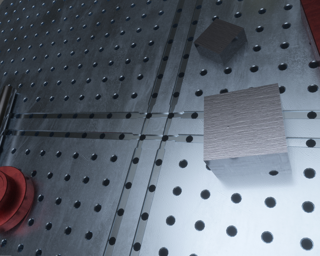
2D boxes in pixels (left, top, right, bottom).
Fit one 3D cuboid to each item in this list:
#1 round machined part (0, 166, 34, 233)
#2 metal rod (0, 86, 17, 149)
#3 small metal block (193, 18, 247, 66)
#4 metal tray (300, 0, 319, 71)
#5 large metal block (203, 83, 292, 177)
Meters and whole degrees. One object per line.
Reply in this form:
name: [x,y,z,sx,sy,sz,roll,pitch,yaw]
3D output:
round machined part: [-0.239,0.099,0.447,0.098,0.042,0.098,-6,57,10]
metal rod: [-0.291,0.052,0.525,0.025,0.025,0.299,-14,56,20]
small metal block: [0.085,-0.122,0.438,0.050,0.025,0.050,-48,52,-6]
metal tray: [0.224,-0.115,0.358,0.090,0.030,0.130,-12,56,21]
large metal block: [0.094,0.005,0.339,0.080,0.050,0.080,-9,58,23]
